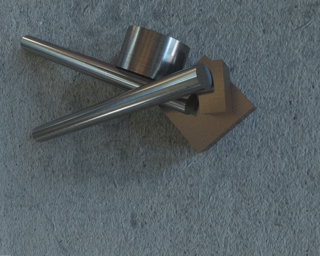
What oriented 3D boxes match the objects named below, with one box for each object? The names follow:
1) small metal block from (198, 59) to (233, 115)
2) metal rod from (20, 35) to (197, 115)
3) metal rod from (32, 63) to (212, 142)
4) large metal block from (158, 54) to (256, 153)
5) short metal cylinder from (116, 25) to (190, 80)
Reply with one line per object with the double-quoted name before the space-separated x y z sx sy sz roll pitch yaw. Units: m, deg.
"small metal block" 0.057 -0.040 0.320 0.025 0.050 0.050 -4 89 20
"metal rod" -0.086 -0.079 0.409 0.300 0.025 0.025 24 98 29
"metal rod" -0.072 -0.019 0.378 0.300 0.025 0.025 -14 85 40
"large metal block" 0.057 -0.027 0.375 0.080 0.050 0.080 -43 76 16
"short metal cylinder" -0.009 -0.087 0.385 0.080 0.080 0.050 22 97 18
